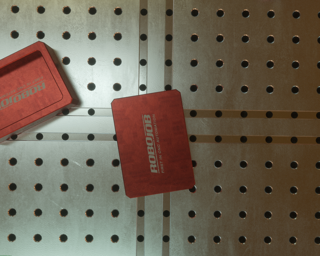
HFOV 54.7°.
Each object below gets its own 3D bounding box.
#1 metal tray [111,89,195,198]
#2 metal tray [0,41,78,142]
[{"bbox_3d":[-0.009,0.020,0.411,0.091,0.030,0.129,-9,90,-1],"label":"metal tray"},{"bbox_3d":[-0.188,-0.044,0.408,0.131,0.030,0.090,-27,90,-1],"label":"metal tray"}]
